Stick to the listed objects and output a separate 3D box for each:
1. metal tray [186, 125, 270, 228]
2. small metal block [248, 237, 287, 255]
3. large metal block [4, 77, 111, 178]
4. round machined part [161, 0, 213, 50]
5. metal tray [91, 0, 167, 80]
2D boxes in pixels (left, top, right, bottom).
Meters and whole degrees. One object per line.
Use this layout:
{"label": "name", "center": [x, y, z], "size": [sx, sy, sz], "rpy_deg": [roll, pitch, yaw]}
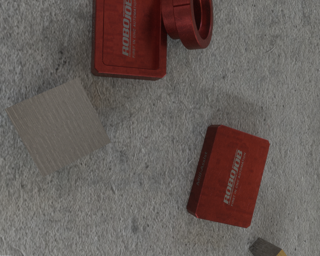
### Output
{"label": "metal tray", "center": [0.099, 0.068, 0.443], "size": [0.091, 0.030, 0.129], "rpy_deg": [17, 84, -19]}
{"label": "small metal block", "center": [0.168, 0.196, 0.458], "size": [0.025, 0.050, 0.050], "rpy_deg": [-41, 103, -15]}
{"label": "large metal block", "center": [-0.114, -0.002, 0.354], "size": [0.081, 0.050, 0.080], "rpy_deg": [-28, 100, -18]}
{"label": "round machined part", "center": [0.034, -0.149, 0.394], "size": [0.098, 0.042, 0.097], "rpy_deg": [1, 90, -65]}
{"label": "metal tray", "center": [-0.038, -0.129, 0.391], "size": [0.091, 0.030, 0.129], "rpy_deg": [1, 90, -20]}
